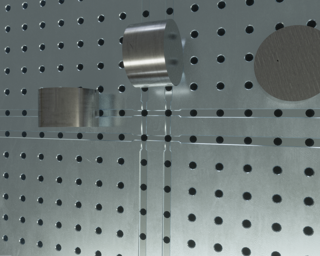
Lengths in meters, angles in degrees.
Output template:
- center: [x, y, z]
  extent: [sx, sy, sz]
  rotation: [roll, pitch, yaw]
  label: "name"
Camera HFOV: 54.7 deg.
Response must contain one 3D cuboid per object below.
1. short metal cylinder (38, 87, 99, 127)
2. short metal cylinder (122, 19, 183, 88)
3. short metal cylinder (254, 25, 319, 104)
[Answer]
- center: [-0.125, -0.026, 0.426]
  extent: [0.080, 0.080, 0.050]
  rotation: [0, 90, 19]
  label: "short metal cylinder"
- center: [-0.006, -0.091, 0.385]
  extent: [0.050, 0.080, 0.079]
  rotation: [-1, 90, 20]
  label: "short metal cylinder"
- center: [0.149, -0.068, 0.347]
  extent: [0.080, 0.050, 0.079]
  rotation: [0, 90, 19]
  label: "short metal cylinder"
